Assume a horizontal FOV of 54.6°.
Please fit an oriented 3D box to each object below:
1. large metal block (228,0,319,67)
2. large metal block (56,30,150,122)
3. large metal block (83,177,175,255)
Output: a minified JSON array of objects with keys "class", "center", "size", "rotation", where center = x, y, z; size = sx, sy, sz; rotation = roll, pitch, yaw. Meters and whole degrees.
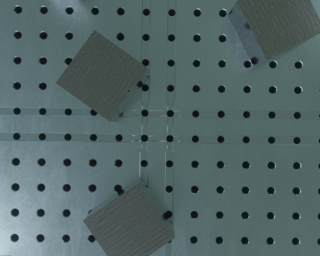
[{"class":"large metal block","center":[0.147,-0.137,0.402],"size":[0.080,0.050,0.080],"rotation":[-27,90,0]},{"class":"large metal block","center":[-0.070,-0.064,0.400],"size":[0.080,0.050,0.080],"rotation":[36,90,0]},{"class":"large metal block","center":[-0.037,0.123,0.401],"size":[0.080,0.050,0.080],"rotation":[-34,90,0]}]
